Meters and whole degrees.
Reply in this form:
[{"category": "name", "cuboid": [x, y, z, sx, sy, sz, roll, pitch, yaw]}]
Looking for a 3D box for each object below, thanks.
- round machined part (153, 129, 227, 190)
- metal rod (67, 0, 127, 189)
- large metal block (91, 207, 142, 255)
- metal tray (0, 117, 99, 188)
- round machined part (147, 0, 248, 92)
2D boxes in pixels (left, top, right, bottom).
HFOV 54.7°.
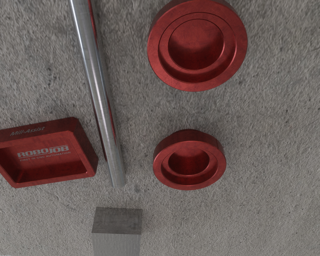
[{"category": "round machined part", "cuboid": [0.040, 0.040, 0.430, 0.099, 0.042, 0.097, 0, 130, 0]}, {"category": "metal rod", "cuboid": [-0.071, -0.030, 0.380, 0.025, 0.025, 0.298, -2, 130, 2]}, {"category": "large metal block", "cuboid": [-0.074, 0.186, 0.549, 0.081, 0.050, 0.079, 3, 130, -3]}, {"category": "metal tray", "cuboid": [-0.164, 0.037, 0.433, 0.131, 0.030, 0.090, -10, 130, 8]}, {"category": "round machined part", "cuboid": [0.037, -0.089, 0.321, 0.099, 0.042, 0.097, 0, 130, 0]}]
